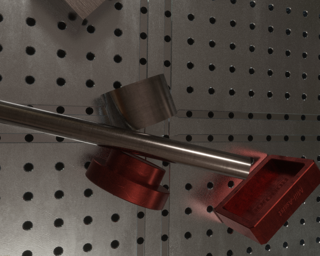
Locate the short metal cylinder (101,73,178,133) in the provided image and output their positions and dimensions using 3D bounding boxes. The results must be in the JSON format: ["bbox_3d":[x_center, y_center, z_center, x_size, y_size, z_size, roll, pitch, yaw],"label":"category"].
[{"bbox_3d":[-0.025,-0.029,0.375,0.081,0.080,0.050,-22,98,-19],"label":"short metal cylinder"}]

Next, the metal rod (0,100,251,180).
[{"bbox_3d":[-0.054,0.009,0.335,0.302,0.025,0.025,13,85,2],"label":"metal rod"}]

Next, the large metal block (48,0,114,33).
[{"bbox_3d":[-0.094,-0.176,0.365,0.080,0.050,0.080,46,76,-15],"label":"large metal block"}]

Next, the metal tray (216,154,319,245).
[{"bbox_3d":[0.151,0.093,0.435,0.130,0.090,0.030,-40,103,-16],"label":"metal tray"}]

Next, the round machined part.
[{"bbox_3d":[-0.032,0.054,0.361,0.098,0.098,0.042,26,86,-19],"label":"round machined part"}]
